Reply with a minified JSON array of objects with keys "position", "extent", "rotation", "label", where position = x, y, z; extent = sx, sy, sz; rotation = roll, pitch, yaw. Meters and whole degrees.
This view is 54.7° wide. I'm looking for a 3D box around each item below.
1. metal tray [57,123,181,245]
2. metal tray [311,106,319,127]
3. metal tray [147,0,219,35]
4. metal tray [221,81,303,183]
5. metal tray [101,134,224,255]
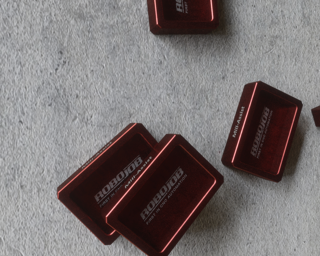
[{"position":[-0.049,0.067,0.388],"extent":[0.130,0.030,0.090],"rotation":[-43,104,-15],"label":"metal tray"},{"position":[0.314,-0.030,0.469],"extent":[0.091,0.130,0.030],"rotation":[-21,97,-19],"label":"metal tray"},{"position":[0.027,-0.194,0.415],"extent":[0.091,0.030,0.129],"rotation":[-7,92,-20],"label":"metal tray"},{"position":[0.153,0.006,0.462],"extent":[0.091,0.030,0.129],"rotation":[21,83,-19],"label":"metal tray"},{"position":[0.006,0.082,0.375],"extent":[0.090,0.030,0.130],"rotation":[44,76,-16],"label":"metal tray"}]
